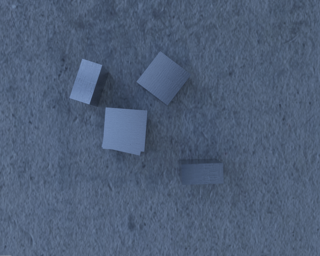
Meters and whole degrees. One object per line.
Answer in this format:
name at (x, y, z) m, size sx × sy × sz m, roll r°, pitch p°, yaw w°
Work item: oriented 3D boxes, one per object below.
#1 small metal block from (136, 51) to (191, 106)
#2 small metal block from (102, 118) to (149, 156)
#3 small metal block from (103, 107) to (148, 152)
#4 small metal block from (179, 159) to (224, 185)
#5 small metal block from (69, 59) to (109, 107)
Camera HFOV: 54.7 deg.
small metal block at (0.005, -0.064, 0.410) m, size 0.050 × 0.025 × 0.050 m, roll 37°, pitch 90°, yaw -1°
small metal block at (-0.045, 0.006, 0.409) m, size 0.050 × 0.025 × 0.050 m, roll 13°, pitch 90°, yaw -1°
small metal block at (-0.042, 0.002, 0.385) m, size 0.050 × 0.025 × 0.050 m, roll 4°, pitch 90°, yaw -1°
small metal block at (0.051, 0.055, 0.398) m, size 0.050 × 0.050 × 0.025 m, roll -2°, pitch 90°, yaw -1°
small metal block at (-0.089, -0.056, 0.396) m, size 0.025 × 0.050 × 0.050 m, roll 18°, pitch 90°, yaw 0°
